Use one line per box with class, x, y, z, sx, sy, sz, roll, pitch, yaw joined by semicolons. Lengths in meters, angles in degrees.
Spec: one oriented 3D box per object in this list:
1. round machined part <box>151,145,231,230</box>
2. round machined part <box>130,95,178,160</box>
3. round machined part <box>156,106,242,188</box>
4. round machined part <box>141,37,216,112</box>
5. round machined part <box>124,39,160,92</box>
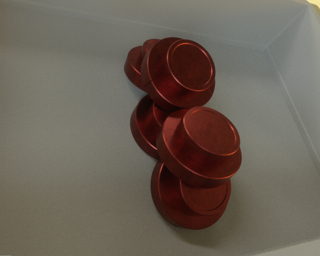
round machined part;0.042;0.066;0.357;0.099;0.042;0.098;8;73;-26
round machined part;0.014;-0.008;0.405;0.099;0.042;0.098;14;55;-20
round machined part;0.049;0.014;0.345;0.099;0.042;0.098;15;45;-16
round machined part;0.029;-0.070;0.385;0.099;0.042;0.098;9;70;-26
round machined part;0.003;-0.089;0.434;0.099;0.042;0.098;15;40;-13
